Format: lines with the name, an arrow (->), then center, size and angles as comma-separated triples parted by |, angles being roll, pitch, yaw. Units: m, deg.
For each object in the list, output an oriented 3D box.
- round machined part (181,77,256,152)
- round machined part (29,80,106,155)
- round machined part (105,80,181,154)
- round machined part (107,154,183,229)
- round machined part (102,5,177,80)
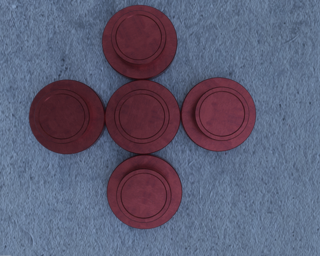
round machined part -> 0.077, -0.018, 0.404 | 0.099, 0.042, 0.097 | 0, 90, -1
round machined part -> -0.121, -0.014, 0.401 | 0.099, 0.042, 0.097 | 0, 90, -1
round machined part -> -0.022, -0.014, 0.402 | 0.099, 0.042, 0.097 | 0, 90, -1
round machined part -> -0.020, 0.083, 0.402 | 0.099, 0.042, 0.097 | 0, 90, -1
round machined part -> -0.027, -0.112, 0.402 | 0.099, 0.042, 0.097 | 0, 90, -1
